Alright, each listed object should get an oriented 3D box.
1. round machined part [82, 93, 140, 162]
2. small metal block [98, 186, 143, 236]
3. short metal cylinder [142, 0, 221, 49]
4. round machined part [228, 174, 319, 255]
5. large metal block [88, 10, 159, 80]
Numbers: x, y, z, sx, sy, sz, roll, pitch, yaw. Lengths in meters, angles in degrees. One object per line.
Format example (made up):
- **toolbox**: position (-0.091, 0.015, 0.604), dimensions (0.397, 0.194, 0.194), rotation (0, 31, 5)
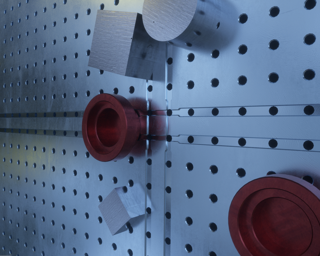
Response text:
- **round machined part**: position (-0.068, -0.001, 0.454), dimensions (0.098, 0.042, 0.097), rotation (0, 90, 40)
- **small metal block**: position (-0.059, 0.122, 0.459), dimensions (0.050, 0.025, 0.050), rotation (-48, 62, 29)
- **short metal cylinder**: position (0.025, -0.139, 0.372), dimensions (0.080, 0.050, 0.080), rotation (0, 90, 40)
- **round machined part**: position (0.120, 0.093, 0.299), dimensions (0.098, 0.042, 0.097), rotation (0, 90, 40)
- **large metal block**: position (-0.050, -0.116, 0.435), dimensions (0.080, 0.050, 0.079), rotation (21, 103, 38)
